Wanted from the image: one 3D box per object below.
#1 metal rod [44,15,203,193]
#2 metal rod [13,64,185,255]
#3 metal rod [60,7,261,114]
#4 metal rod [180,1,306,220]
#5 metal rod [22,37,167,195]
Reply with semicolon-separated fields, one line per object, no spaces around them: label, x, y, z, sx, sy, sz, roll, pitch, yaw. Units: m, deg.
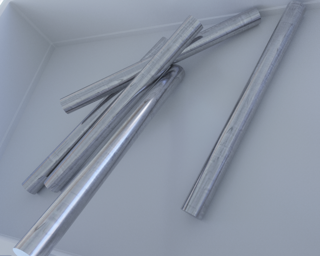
metal rod;-0.052;-0.029;0.421;0.300;0.025;0.025;-48;51;5
metal rod;-0.039;0.010;0.341;0.025;0.025;0.301;4;39;29
metal rod;-0.002;-0.094;0.440;0.301;0.025;0.025;-25;53;3
metal rod;0.106;-0.033;0.369;0.025;0.025;0.300;20;72;35
metal rod;-0.089;-0.022;0.463;0.300;0.025;0.025;-47;52;-6
